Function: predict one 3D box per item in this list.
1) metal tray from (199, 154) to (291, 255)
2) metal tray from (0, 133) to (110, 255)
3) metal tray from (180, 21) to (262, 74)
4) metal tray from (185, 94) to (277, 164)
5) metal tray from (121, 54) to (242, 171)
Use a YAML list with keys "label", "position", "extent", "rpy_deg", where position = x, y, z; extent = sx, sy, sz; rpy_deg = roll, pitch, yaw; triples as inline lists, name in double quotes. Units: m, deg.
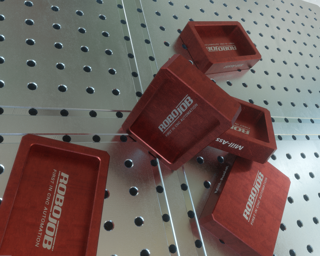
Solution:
- label: "metal tray"
  position: [0.117, 0.095, 0.409]
  extent: [0.090, 0.030, 0.130]
  rpy_deg: [38, 51, -3]
- label: "metal tray"
  position: [-0.104, 0.077, 0.301]
  extent: [0.091, 0.030, 0.130]
  rpy_deg: [15, 56, -20]
- label: "metal tray"
  position: [0.110, -0.146, 0.551]
  extent: [0.131, 0.030, 0.090]
  rpy_deg: [-13, 69, -33]
- label: "metal tray"
  position: [0.091, -0.010, 0.431]
  extent: [0.131, 0.030, 0.090]
  rpy_deg: [19, 40, -5]
- label: "metal tray"
  position: [0.018, -0.011, 0.356]
  extent: [0.090, 0.129, 0.030]
  rpy_deg: [40, 51, -2]
